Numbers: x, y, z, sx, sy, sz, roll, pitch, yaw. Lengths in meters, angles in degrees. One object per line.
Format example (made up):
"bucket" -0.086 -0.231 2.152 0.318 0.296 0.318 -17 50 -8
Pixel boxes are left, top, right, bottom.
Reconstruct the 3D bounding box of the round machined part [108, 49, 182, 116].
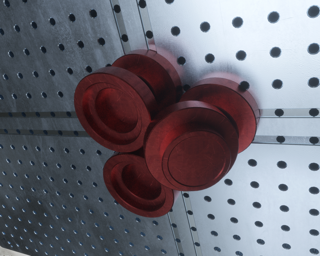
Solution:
"round machined part" -0.025 -0.045 0.388 0.098 0.042 0.097 13 124 21

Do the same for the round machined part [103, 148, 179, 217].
"round machined part" -0.020 0.062 0.395 0.098 0.042 0.097 13 124 21

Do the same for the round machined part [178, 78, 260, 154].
"round machined part" 0.063 -0.006 0.364 0.098 0.042 0.097 13 124 21

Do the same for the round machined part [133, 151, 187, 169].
"round machined part" -0.002 0.042 0.428 0.098 0.042 0.097 13 124 21

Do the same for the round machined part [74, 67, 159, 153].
"round machined part" -0.045 -0.024 0.355 0.098 0.042 0.097 13 124 21

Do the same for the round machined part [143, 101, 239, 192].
"round machined part" 0.033 0.025 0.316 0.099 0.042 0.097 -3 114 -6
